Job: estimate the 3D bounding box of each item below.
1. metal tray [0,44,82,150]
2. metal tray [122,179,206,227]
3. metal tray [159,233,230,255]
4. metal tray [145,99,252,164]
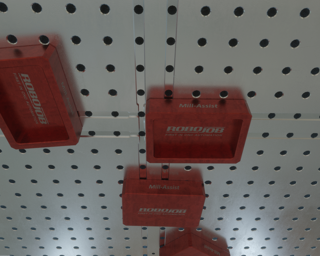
[{"bbox_3d":[-0.157,-0.032,0.378,0.091,0.030,0.129,-4,130,3],"label":"metal tray"},{"bbox_3d":[0.004,0.127,0.517,0.131,0.030,0.089,2,130,-3],"label":"metal tray"},{"bbox_3d":[0.074,0.269,0.639,0.130,0.030,0.090,35,121,-27],"label":"metal tray"},{"bbox_3d":[0.047,0.006,0.414,0.131,0.030,0.089,0,130,-1],"label":"metal tray"}]
